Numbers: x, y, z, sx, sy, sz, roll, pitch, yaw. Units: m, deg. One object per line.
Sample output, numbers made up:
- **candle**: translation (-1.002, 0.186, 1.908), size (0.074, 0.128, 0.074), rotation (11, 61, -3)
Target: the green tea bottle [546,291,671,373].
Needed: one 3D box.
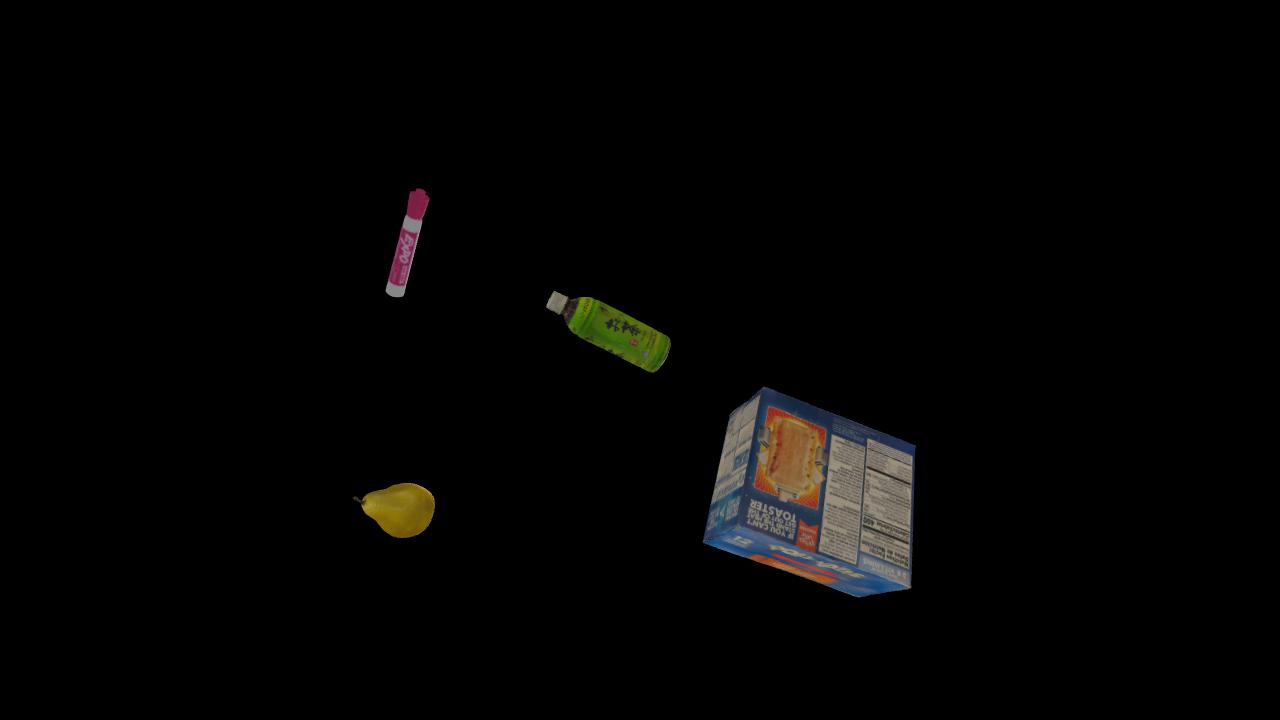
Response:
- **green tea bottle**: translation (-0.054, -0.052, 1.016), size (0.212, 0.073, 0.073), rotation (26, -6, -13)

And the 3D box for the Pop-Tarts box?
- **Pop-Tarts box**: translation (0.162, 0.127, 0.585), size (0.167, 0.141, 0.083), rotation (21, -31, -6)

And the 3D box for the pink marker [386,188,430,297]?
- **pink marker**: translation (-0.236, -0.118, 0.623), size (0.020, 0.121, 0.020), rotation (21, 31, -13)

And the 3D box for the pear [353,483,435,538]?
- **pear**: translation (-0.338, 0.200, 0.828), size (0.111, 0.080, 0.080), rotation (21, -13, -38)
